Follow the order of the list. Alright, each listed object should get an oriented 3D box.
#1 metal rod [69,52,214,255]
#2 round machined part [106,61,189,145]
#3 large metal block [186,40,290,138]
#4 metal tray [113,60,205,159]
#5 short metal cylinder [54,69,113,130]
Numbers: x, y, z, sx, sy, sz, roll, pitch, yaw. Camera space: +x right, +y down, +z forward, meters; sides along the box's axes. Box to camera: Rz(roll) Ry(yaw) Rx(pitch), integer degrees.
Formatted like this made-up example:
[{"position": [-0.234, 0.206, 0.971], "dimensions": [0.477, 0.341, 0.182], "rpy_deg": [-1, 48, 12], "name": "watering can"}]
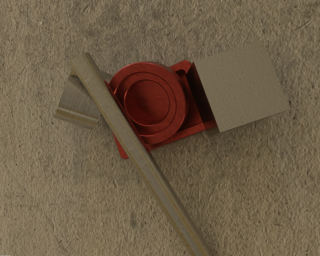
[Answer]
[{"position": [-0.014, 0.048, 0.368], "dimensions": [0.025, 0.025, 0.299], "rpy_deg": [-29, 98, 17], "name": "metal rod"}, {"position": [-0.013, -0.032, 0.379], "dimensions": [0.098, 0.042, 0.097], "rpy_deg": [4, 106, 14], "name": "round machined part"}, {"position": [0.084, -0.041, 0.349], "dimensions": [0.081, 0.050, 0.080], "rpy_deg": [-18, 83, -8], "name": "large metal block"}, {"position": [-0.003, -0.021, 0.408], "dimensions": [0.130, 0.030, 0.090], "rpy_deg": [-22, 83, 18], "name": "metal tray"}, {"position": [-0.101, -0.042, 0.408], "dimensions": [0.050, 0.080, 0.080], "rpy_deg": [20, 98, -18], "name": "short metal cylinder"}]
